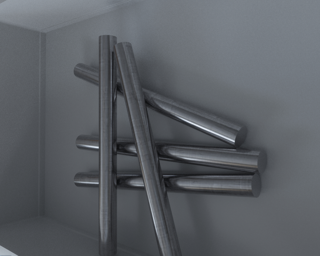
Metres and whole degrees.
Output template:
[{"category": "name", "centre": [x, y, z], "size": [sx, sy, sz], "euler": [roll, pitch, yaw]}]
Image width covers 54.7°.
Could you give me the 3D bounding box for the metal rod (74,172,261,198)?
[{"category": "metal rod", "centre": [-0.016, 0.072, 0.416], "size": [0.300, 0.025, 0.025], "euler": [-6, 86, 39]}]

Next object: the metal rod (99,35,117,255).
[{"category": "metal rod", "centre": [-0.072, 0.024, 0.428], "size": [0.025, 0.025, 0.298], "euler": [0, 90, 39]}]

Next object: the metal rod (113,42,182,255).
[{"category": "metal rod", "centre": [-0.015, 0.034, 0.383], "size": [0.025, 0.025, 0.299], "euler": [-22, 76, 37]}]

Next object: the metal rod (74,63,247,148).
[{"category": "metal rod", "centre": [-0.022, -0.042, 0.420], "size": [0.300, 0.025, 0.025], "euler": [26, 106, 36]}]

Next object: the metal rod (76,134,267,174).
[{"category": "metal rod", "centre": [-0.011, 0.029, 0.412], "size": [0.300, 0.025, 0.025], "euler": [3, 92, 39]}]
